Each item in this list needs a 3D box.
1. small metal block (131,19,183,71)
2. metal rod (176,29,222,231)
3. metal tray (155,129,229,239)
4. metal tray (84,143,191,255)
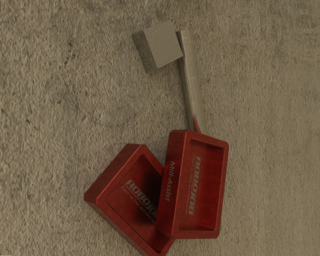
[{"bbox_3d":[-0.002,-0.108,0.404,0.050,0.025,0.050,-34,111,-35],"label":"small metal block"},{"bbox_3d":[0.058,0.010,0.455,0.025,0.025,0.298,-17,101,-39],"label":"metal rod"},{"bbox_3d":[0.045,0.074,0.402,0.091,0.030,0.129,18,76,-41],"label":"metal tray"},{"bbox_3d":[-0.020,0.094,0.386,0.090,0.030,0.130,-52,121,-28],"label":"metal tray"}]
